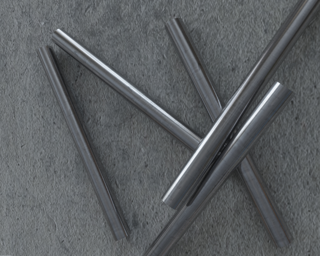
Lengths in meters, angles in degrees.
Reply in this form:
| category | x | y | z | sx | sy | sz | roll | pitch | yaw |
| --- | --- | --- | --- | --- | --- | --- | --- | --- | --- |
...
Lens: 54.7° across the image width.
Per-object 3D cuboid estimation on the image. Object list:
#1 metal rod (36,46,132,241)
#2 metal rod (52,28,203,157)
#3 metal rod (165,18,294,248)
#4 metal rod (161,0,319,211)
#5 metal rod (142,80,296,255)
| category | x | y | z | sx | sy | sz | roll | pitch | yaw |
| --- | --- | --- | --- | --- | --- | --- | --- | --- | --- |
| metal rod | -0.113 | 0.016 | 0.448 | 0.025 | 0.025 | 0.299 | -28 | 81 | 18 |
| metal rod | -0.038 | -0.047 | 0.422 | 0.300 | 0.025 | 0.025 | 39 | 102 | 15 |
| metal rod | 0.080 | -0.002 | 0.380 | 0.025 | 0.025 | 0.299 | -28 | 81 | 18 |
| metal rod | 0.096 | -0.035 | 0.353 | 0.025 | 0.025 | 0.299 | 35 | 93 | 16 |
| metal rod | 0.053 | 0.076 | 0.370 | 0.025 | 0.025 | 0.298 | 39 | 109 | 16 |
